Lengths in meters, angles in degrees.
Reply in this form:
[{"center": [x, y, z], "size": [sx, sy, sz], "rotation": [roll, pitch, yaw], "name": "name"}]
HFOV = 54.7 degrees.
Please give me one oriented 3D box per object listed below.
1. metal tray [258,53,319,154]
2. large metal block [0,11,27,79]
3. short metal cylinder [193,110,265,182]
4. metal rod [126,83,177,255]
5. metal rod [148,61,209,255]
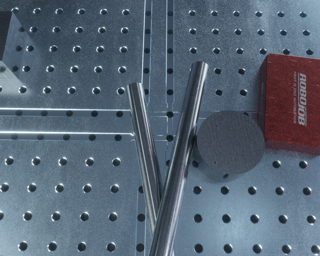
[{"center": [0.185, -0.035, 0.423], "size": [0.091, 0.030, 0.130], "rotation": [8, 70, 3], "name": "metal tray"}, {"center": [-0.245, -0.117, 0.439], "size": [0.081, 0.050, 0.080], "rotation": [0, 70, 0], "name": "large metal block"}, {"center": [0.084, 0.024, 0.390], "size": [0.081, 0.050, 0.080], "rotation": [0, 70, 0], "name": "short metal cylinder"}, {"center": [-0.007, 0.081, 0.381], "size": [0.025, 0.025, 0.299], "rotation": [-10, 70, -4], "name": "metal rod"}, {"center": [0.024, 0.043, 0.378], "size": [0.025, 0.025, 0.300], "rotation": [12, 64, 4], "name": "metal rod"}]
